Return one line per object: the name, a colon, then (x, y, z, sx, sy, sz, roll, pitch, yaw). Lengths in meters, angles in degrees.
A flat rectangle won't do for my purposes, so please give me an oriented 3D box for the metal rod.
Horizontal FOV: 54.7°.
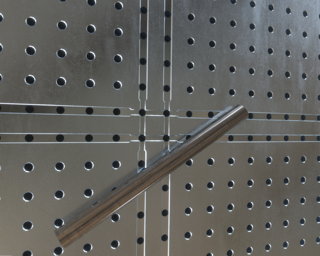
metal rod: (0.001, 0.054, 0.414, 0.302, 0.025, 0.025, -33, 101, -17)
